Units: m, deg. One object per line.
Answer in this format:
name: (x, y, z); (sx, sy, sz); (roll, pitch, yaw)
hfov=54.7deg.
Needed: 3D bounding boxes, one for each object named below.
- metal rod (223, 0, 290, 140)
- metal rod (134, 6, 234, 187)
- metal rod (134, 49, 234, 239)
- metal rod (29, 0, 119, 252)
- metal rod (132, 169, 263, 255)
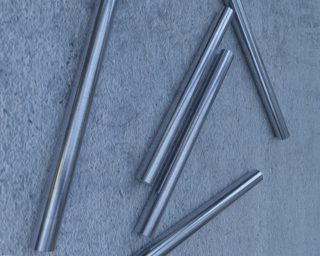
metal rod: (0.174, -0.105, 0.549); (0.025, 0.025, 0.299); (-44, 116, -31)
metal rod: (0.042, -0.058, 0.439); (0.025, 0.025, 0.300); (40, 65, -33)
metal rod: (0.042, 0.008, 0.439); (0.025, 0.025, 0.300); (41, 65, -33)
metal rod: (-0.086, -0.025, 0.332); (0.025, 0.025, 0.299); (20, 77, -38)
metal rod: (0.060, 0.131, 0.455); (0.302, 0.025, 0.025); (-23, 105, -38)
